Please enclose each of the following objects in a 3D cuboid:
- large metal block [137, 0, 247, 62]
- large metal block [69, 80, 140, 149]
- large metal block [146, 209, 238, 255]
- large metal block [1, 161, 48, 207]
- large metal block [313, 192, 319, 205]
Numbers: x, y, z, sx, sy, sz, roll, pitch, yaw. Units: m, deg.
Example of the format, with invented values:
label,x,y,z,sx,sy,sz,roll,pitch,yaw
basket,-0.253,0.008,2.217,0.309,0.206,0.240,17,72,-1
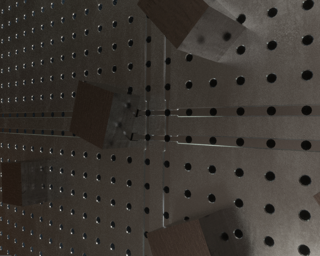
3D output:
label,x,y,z,sx,sy,sz,roll,pitch,yaw
large metal block,0.036,-0.124,0.343,0.050,0.081,0.080,-50,61,28
large metal block,-0.083,-0.021,0.459,0.080,0.050,0.079,22,104,37
large metal block,0.040,0.148,0.359,0.080,0.050,0.080,-29,72,36
large metal block,-0.268,0.106,0.610,0.080,0.050,0.080,-5,87,39
large metal block,0.186,0.066,0.240,0.080,0.050,0.080,-43,65,31
